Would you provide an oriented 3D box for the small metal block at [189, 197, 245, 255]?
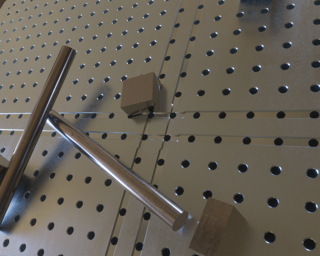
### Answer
[{"bbox_3d":[0.057,0.101,0.300,0.025,0.050,0.050,13,69,34],"label":"small metal block"}]

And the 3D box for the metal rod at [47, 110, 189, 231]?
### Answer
[{"bbox_3d":[-0.081,0.040,0.425,0.300,0.025,0.025,30,79,37],"label":"metal rod"}]

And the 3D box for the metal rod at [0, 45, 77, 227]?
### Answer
[{"bbox_3d":[-0.199,0.008,0.480,0.025,0.025,0.299,12,76,33],"label":"metal rod"}]

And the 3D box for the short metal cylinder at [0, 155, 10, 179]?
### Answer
[{"bbox_3d":[-0.277,0.062,0.481,0.080,0.080,0.050,27,77,37],"label":"short metal cylinder"}]

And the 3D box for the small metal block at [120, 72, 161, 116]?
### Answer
[{"bbox_3d":[-0.028,-0.049,0.453,0.050,0.025,0.050,-12,57,21],"label":"small metal block"}]
